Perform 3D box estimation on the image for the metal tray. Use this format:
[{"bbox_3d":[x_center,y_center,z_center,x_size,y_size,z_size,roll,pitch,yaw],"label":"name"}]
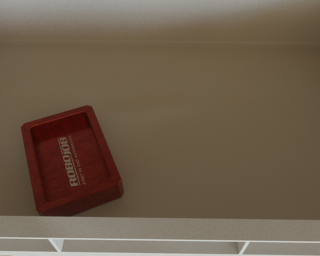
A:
[{"bbox_3d":[-0.107,0.036,0.370,0.091,0.030,0.130,-18,52,-15],"label":"metal tray"}]
